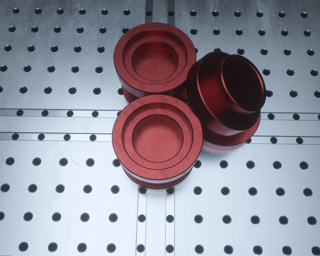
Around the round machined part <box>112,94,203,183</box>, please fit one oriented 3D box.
[{"bbox_3d":[-0.003,0.014,0.352,0.099,0.042,0.098,0,70,0],"label":"round machined part"}]

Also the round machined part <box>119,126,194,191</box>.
[{"bbox_3d":[-0.003,0.029,0.393,0.099,0.042,0.098,0,70,0],"label":"round machined part"}]

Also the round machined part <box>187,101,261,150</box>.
[{"bbox_3d":[0.085,-0.023,0.412,0.099,0.042,0.098,0,70,0],"label":"round machined part"}]

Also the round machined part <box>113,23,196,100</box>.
[{"bbox_3d":[-0.006,-0.078,0.386,0.099,0.042,0.098,0,70,0],"label":"round machined part"}]

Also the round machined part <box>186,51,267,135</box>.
[{"bbox_3d":[0.081,-0.044,0.352,0.099,0.042,0.098,12,66,-30],"label":"round machined part"}]

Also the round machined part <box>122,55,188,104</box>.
[{"bbox_3d":[-0.004,-0.064,0.427,0.099,0.042,0.098,0,70,0],"label":"round machined part"}]
